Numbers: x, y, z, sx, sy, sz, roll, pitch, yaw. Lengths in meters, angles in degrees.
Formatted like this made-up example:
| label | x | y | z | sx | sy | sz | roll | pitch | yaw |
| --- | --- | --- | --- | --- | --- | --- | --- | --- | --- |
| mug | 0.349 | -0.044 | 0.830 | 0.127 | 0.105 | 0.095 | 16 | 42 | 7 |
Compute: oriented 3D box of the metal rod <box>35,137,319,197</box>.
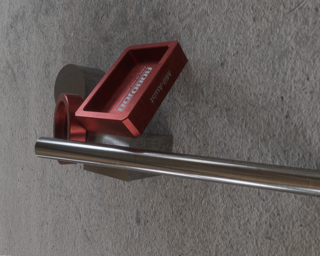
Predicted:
| label | x | y | z | sx | sy | sz | roll | pitch | yaw |
| --- | --- | --- | --- | --- | --- | --- | --- | --- | --- |
| metal rod | 0.006 | 0.037 | 0.323 | 0.301 | 0.025 | 0.025 | 6 | 94 | 15 |

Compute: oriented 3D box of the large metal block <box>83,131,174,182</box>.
| label | x | y | z | sx | sy | sz | roll | pitch | yaw |
| --- | --- | --- | --- | --- | --- | --- | --- | --- | --- |
| large metal block | -0.040 | 0.032 | 0.401 | 0.080 | 0.081 | 0.050 | 6 | 94 | 39 |

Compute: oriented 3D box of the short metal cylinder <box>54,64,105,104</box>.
| label | x | y | z | sx | sy | sz | roll | pitch | yaw |
| --- | --- | --- | --- | --- | --- | --- | --- | --- | --- |
| short metal cylinder | -0.122 | -0.057 | 0.488 | 0.080 | 0.050 | 0.079 | 0 | 90 | 39 |

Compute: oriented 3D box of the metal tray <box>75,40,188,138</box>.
| label | x | y | z | sx | sy | sz | roll | pitch | yaw |
| --- | --- | --- | --- | --- | --- | --- | --- | --- | --- |
| metal tray | -0.033 | -0.051 | 0.379 | 0.090 | 0.030 | 0.130 | 6 | 54 | 39 |

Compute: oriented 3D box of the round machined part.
| label | x | y | z | sx | sy | sz | roll | pitch | yaw |
| --- | --- | --- | --- | --- | --- | --- | --- | --- | --- |
| round machined part | -0.117 | 0.001 | 0.431 | 0.098 | 0.042 | 0.097 | -3 | 86 | 60 |
